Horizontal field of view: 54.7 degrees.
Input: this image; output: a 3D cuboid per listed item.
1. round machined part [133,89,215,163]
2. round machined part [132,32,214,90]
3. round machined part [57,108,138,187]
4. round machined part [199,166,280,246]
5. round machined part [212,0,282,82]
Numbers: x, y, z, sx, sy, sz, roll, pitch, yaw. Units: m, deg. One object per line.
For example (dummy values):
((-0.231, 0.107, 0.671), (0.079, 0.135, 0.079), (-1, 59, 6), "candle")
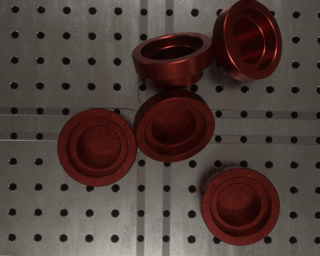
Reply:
((0.015, -0.006, 0.390), (0.099, 0.042, 0.097), (-7, 126, -9), "round machined part")
((0.017, -0.082, 0.386), (0.099, 0.098, 0.042), (-12, 125, -1), "round machined part")
((-0.078, 0.024, 0.404), (0.099, 0.042, 0.097), (0, 90, -1), "round machined part")
((0.101, 0.098, 0.406), (0.099, 0.042, 0.097), (0, 90, -1), "round machined part")
((0.105, -0.107, 0.393), (0.099, 0.042, 0.097), (1, 87, -30), "round machined part")
